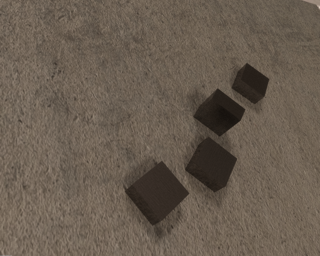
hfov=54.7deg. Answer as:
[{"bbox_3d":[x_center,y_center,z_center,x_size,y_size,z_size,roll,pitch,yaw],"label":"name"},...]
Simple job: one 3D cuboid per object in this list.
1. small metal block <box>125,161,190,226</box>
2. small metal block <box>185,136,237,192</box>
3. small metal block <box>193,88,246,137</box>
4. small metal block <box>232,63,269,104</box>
[{"bbox_3d":[-0.003,0.075,0.358,0.050,0.025,0.050,-35,82,-39],"label":"small metal block"},{"bbox_3d":[0.069,0.048,0.413,0.050,0.025,0.050,38,51,-3],"label":"small metal block"},{"bbox_3d":[0.085,-0.022,0.449,0.050,0.050,0.025,37,51,-4],"label":"small metal block"},{"bbox_3d":[0.158,-0.078,0.539,0.050,0.025,0.050,34,51,-6],"label":"small metal block"}]
